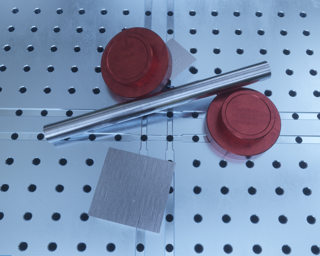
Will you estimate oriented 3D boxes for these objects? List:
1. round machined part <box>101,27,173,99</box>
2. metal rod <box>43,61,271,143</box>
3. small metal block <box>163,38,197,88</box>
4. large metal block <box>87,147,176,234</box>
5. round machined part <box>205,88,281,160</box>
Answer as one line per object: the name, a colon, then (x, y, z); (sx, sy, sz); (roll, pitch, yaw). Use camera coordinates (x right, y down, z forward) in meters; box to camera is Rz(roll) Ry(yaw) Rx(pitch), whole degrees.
round machined part: (-0.036, -0.089, 0.417); (0.098, 0.042, 0.097); (-1, 86, 17)
metal rod: (-0.003, -0.034, 0.409); (0.302, 0.025, 0.025); (-16, 71, 0)
small metal block: (0.016, -0.093, 0.446); (0.050, 0.025, 0.050); (-41, 75, -14)
large metal block: (-0.030, 0.076, 0.370); (0.080, 0.050, 0.080); (13, 71, 4)
round machined part: (0.110, -0.011, 0.407); (0.099, 0.042, 0.098); (0, 70, 0)
